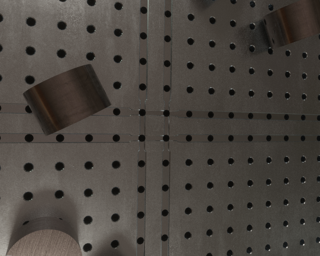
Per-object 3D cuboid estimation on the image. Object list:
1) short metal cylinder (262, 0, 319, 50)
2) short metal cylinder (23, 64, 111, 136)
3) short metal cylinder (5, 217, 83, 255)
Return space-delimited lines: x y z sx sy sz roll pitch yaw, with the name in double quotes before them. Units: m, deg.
"short metal cylinder" 0.199 -0.155 0.459 0.081 0.080 0.050 -23 98 -19
"short metal cylinder" -0.102 -0.031 0.346 0.081 0.080 0.050 -28 100 -18
"short metal cylinder" -0.132 0.147 0.351 0.081 0.050 0.079 0 90 -21
